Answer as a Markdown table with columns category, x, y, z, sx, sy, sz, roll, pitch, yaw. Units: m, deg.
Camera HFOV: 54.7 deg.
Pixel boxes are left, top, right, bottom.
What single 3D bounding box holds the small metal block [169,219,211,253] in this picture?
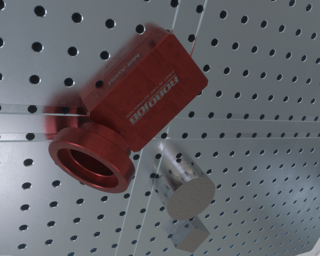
| category | x | y | z | sx | sy | sz | roll | pitch | yaw |
| --- | --- | --- | --- | --- | --- | --- | --- | --- | --- |
| small metal block | 0.055 | 0.196 | 0.562 | 0.050 | 0.025 | 0.050 | 33 | 100 | -39 |

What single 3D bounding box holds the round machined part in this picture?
| category | x | y | z | sx | sy | sz | roll | pitch | yaw |
| --- | --- | --- | --- | --- | --- | --- | --- | --- | --- |
| round machined part | -0.073 | 0.031 | 0.356 | 0.098 | 0.098 | 0.042 | 59 | 44 | -39 |

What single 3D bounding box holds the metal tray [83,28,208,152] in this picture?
| category | x | y | z | sx | sy | sz | roll | pitch | yaw |
| --- | --- | --- | --- | --- | --- | --- | --- | --- | --- |
| metal tray | -0.015 | -0.042 | 0.374 | 0.130 | 0.030 | 0.090 | -44 | 129 | 2 |

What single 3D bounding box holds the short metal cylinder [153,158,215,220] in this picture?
| category | x | y | z | sx | sy | sz | roll | pitch | yaw |
| --- | --- | --- | --- | --- | --- | --- | --- | --- | --- |
| short metal cylinder | 0.036 | 0.093 | 0.472 | 0.081 | 0.050 | 0.079 | -14 | 124 | -21 |
